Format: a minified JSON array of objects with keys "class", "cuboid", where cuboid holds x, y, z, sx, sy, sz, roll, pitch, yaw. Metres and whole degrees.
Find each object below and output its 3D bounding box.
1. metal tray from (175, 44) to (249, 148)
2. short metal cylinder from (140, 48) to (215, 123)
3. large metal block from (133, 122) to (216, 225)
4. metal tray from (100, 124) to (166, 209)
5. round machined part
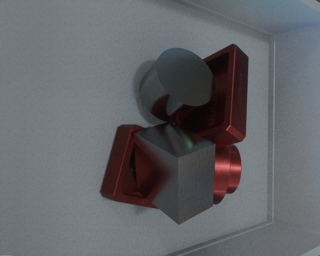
[{"class":"metal tray","cuboid":[0.065,-0.036,0.399,0.030,0.090,0.130,32,54,-33]},{"class":"short metal cylinder","cuboid":[0.021,-0.053,0.389,0.081,0.050,0.080,12,63,-23]},{"class":"large metal block","cuboid":[0.015,0.047,0.353,0.050,0.080,0.079,-18,117,-33]},{"class":"metal tray","cuboid":[-0.004,0.056,0.399,0.131,0.030,0.090,22,76,-38]},{"class":"round machined part","cuboid":[0.077,0.054,0.419,0.042,0.098,0.097,5,86,-10]}]
